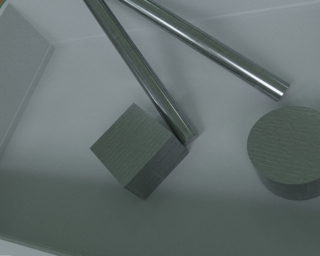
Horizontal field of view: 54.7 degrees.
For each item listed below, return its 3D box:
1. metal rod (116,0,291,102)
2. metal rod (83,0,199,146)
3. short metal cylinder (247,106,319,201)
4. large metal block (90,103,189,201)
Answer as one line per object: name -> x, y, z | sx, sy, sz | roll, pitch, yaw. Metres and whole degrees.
metal rod -> 0.027, -0.127, 0.397 | 0.300, 0.025, 0.025 | 37, 82, 15
metal rod -> -0.043, -0.105, 0.415 | 0.025, 0.025, 0.299 | -35, 75, 5
short metal cylinder -> 0.132, 0.025, 0.305 | 0.080, 0.050, 0.080 | -13, 56, 20
large metal block -> -0.026, 0.028, 0.385 | 0.080, 0.050, 0.080 | -47, 52, -5
